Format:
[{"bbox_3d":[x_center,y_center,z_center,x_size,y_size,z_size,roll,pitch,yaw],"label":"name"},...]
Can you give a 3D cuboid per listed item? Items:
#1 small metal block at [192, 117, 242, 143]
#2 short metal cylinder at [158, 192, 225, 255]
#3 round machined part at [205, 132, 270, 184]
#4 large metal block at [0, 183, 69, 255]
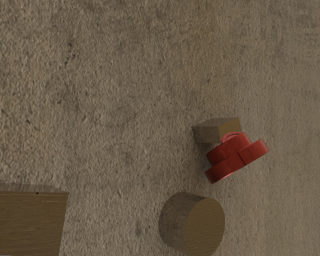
[{"bbox_3d":[0.085,0.003,0.462,0.050,0.050,0.025,-20,103,-39],"label":"small metal block"},{"bbox_3d":[0.045,0.133,0.429,0.081,0.050,0.079,0,90,-40],"label":"short metal cylinder"},{"bbox_3d":[0.107,0.041,0.459,0.099,0.097,0.042,-20,74,-38],"label":"round machined part"},{"bbox_3d":[-0.136,0.093,0.275,0.081,0.050,0.080,12,82,-40],"label":"large metal block"}]
